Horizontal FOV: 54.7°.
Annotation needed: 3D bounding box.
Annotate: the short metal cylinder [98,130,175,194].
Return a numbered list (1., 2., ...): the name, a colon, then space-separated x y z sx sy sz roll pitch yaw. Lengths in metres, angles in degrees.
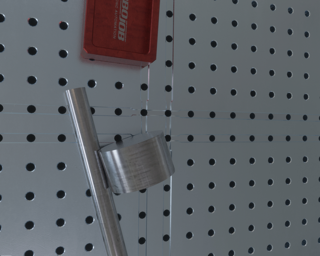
1. short metal cylinder: -0.027 0.039 0.374 0.081 0.080 0.050 -19 97 -19

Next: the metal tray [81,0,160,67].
1. metal tray: -0.048 -0.150 0.391 0.091 0.030 0.129 4 89 -20

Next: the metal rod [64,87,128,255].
1. metal rod: -0.069 0.098 0.387 0.025 0.025 0.298 -15 95 -19
